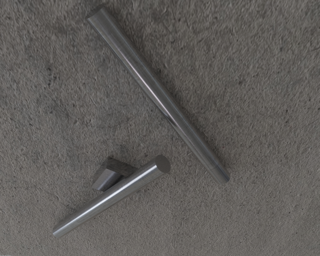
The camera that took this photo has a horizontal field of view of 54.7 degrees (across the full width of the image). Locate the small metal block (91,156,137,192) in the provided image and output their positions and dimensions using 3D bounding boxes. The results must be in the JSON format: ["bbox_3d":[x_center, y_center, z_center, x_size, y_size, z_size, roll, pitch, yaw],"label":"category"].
[{"bbox_3d":[-0.069,0.075,0.471,0.050,0.025,0.050,26,125,-21],"label":"small metal block"}]

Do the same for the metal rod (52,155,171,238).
[{"bbox_3d":[-0.090,0.116,0.475,0.025,0.025,0.299,32,132,-25],"label":"metal rod"}]

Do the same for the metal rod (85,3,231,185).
[{"bbox_3d":[0.016,-0.020,0.390,0.025,0.025,0.300,-26,126,20],"label":"metal rod"}]
